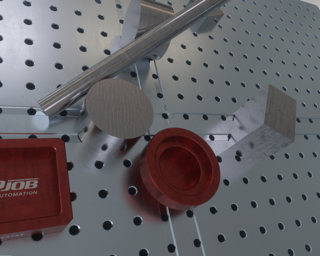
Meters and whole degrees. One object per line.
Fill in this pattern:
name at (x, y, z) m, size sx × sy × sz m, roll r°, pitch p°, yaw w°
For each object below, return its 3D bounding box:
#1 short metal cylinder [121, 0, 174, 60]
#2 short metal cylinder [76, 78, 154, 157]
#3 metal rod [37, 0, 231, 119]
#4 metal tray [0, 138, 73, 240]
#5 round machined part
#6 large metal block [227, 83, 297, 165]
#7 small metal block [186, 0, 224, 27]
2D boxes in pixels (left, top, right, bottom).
short metal cylinder at (-0.020, -0.144, 0.450) m, size 0.050 × 0.080 × 0.080 m, roll 8°, pitch 58°, yaw -25°
short metal cylinder at (-0.054, -0.012, 0.370) m, size 0.081 × 0.050 × 0.080 m, roll 13°, pitch 57°, yaw -21°
metal rod at (-0.018, -0.107, 0.396) m, size 0.301 × 0.025 × 0.025 m, roll -37°, pitch 83°, yaw -17°
metal tray at (-0.154, 0.057, 0.287) m, size 0.131 × 0.030 × 0.090 m, roll 0°, pitch 62°, yaw -28°
round machined part at (0.021, 0.052, 0.377) m, size 0.099 × 0.042 × 0.098 m, roll 14°, pitch 56°, yaw -21°
large metal block at (0.150, -0.004, 0.457) m, size 0.050 × 0.080 × 0.080 m, roll 30°, pitch 52°, yaw -9°
small metal block at (0.086, -0.224, 0.592) m, size 0.050 × 0.025 × 0.050 m, roll -23°, pitch 74°, yaw -36°
